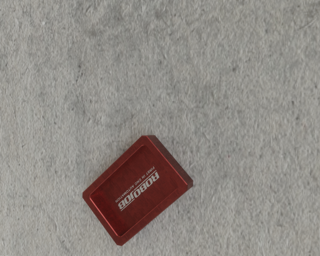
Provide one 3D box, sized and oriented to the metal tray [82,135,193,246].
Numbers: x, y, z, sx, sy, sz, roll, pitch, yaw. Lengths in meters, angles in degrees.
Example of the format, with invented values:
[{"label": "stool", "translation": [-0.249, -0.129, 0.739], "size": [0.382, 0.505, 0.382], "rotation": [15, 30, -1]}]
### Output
[{"label": "metal tray", "translation": [-0.032, 0.083, 0.417], "size": [0.130, 0.030, 0.090], "rotation": [-44, 77, 14]}]
